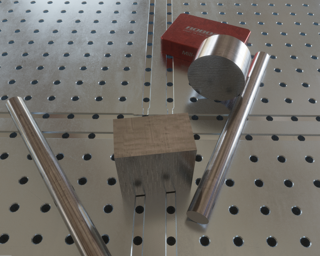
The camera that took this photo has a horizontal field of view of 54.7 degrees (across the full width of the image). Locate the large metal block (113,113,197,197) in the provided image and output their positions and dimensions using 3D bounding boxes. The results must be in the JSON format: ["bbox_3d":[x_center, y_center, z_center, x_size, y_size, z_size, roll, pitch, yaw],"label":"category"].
[{"bbox_3d":[-0.007,0.031,0.345,0.081,0.080,0.050,-5,50,-5],"label":"large metal block"}]

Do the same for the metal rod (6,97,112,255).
[{"bbox_3d":[-0.118,0.061,0.355,0.025,0.025,0.300,-28,55,-21],"label":"metal rod"}]

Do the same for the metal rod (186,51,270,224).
[{"bbox_3d":[0.103,-0.009,0.415,0.025,0.025,0.301,20,53,15],"label":"metal rod"}]

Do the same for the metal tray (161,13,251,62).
[{"bbox_3d":[0.078,-0.148,0.529,0.130,0.030,0.090,20,53,16],"label":"metal tray"}]

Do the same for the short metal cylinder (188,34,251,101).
[{"bbox_3d":[0.085,-0.085,0.444,0.080,0.080,0.050,16,52,13],"label":"short metal cylinder"}]
